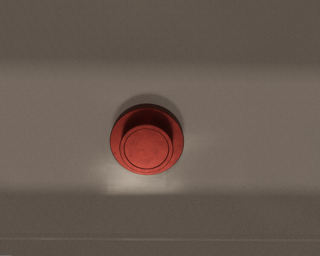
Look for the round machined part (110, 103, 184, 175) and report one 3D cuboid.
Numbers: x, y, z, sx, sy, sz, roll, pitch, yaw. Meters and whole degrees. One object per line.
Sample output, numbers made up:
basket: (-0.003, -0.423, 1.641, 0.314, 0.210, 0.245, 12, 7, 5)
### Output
round machined part: (-0.017, 0.020, 0.409, 0.099, 0.042, 0.097, 0, 110, -1)
